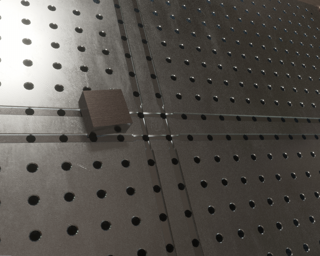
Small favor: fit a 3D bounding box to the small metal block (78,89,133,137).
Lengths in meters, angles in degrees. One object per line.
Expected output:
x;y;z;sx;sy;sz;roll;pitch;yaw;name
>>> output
-0.068;-0.020;0.385;0.050;0.025;0.050;-7;66;-32;small metal block
